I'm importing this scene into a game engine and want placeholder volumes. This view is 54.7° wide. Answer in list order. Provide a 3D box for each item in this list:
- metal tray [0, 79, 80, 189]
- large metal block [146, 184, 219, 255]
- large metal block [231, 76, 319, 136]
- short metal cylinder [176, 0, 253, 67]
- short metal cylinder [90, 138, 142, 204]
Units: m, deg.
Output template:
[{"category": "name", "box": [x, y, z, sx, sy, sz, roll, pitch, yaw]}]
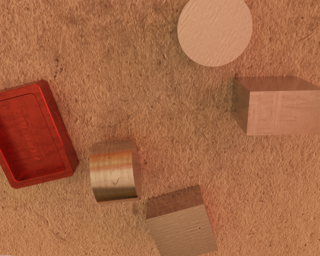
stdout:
[{"category": "metal tray", "box": [-0.173, 0.010, 0.409, 0.090, 0.030, 0.129, -14, 110, 5]}, {"category": "large metal block", "box": [0.032, 0.138, 0.448, 0.080, 0.050, 0.080, -17, 109, 6]}, {"category": "large metal block", "box": [0.135, -0.030, 0.371, 0.080, 0.080, 0.050, -1, 110, 0]}, {"category": "short metal cylinder", "box": [0.059, -0.114, 0.355, 0.081, 0.050, 0.079, 0, 110, 0]}, {"category": "short metal cylinder", "box": [-0.055, 0.055, 0.400, 0.050, 0.080, 0.079, -7, 110, 2]}]
